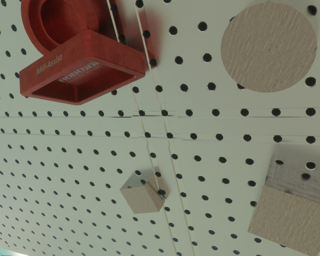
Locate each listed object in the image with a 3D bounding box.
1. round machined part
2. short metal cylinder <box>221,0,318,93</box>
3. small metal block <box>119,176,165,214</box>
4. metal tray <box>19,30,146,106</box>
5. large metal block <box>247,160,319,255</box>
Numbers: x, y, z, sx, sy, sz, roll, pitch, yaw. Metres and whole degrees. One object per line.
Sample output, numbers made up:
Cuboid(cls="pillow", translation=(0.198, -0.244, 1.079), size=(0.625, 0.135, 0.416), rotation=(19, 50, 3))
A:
Cuboid(cls="round machined part", translation=(-0.116, -0.131, 0.378), size=(0.098, 0.042, 0.097), rotation=(13, 124, 20))
Cuboid(cls="short metal cylinder", translation=(0.103, -0.080, 0.291), size=(0.080, 0.050, 0.079), rotation=(13, 124, 20))
Cuboid(cls="small metal block", translation=(-0.028, 0.107, 0.490), size=(0.050, 0.025, 0.050), rotation=(-15, 111, 34))
Cuboid(cls="metal tray", translation=(-0.095, -0.066, 0.376), size=(0.130, 0.091, 0.030), rotation=(-17, 75, 34))
Cuboid(cls="large metal block", translation=(0.159, 0.096, 0.370), size=(0.080, 0.050, 0.079), rotation=(17, 125, 17))
